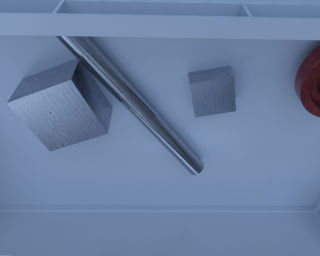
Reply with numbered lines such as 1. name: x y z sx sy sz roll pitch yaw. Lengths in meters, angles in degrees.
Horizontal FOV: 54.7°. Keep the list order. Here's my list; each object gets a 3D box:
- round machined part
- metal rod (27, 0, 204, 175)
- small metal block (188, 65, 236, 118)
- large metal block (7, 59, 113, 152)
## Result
1. round machined part: 0.202 -0.061 0.349 0.099 0.042 0.097 -1 130 0
2. metal rod: -0.033 -0.033 0.380 0.025 0.025 0.300 -29 125 22
3. small metal block: 0.063 -0.043 0.373 0.050 0.025 0.050 -9 130 7
4. large metal block: -0.114 -0.026 0.369 0.080 0.050 0.080 -17 128 13
